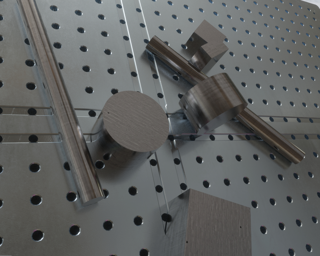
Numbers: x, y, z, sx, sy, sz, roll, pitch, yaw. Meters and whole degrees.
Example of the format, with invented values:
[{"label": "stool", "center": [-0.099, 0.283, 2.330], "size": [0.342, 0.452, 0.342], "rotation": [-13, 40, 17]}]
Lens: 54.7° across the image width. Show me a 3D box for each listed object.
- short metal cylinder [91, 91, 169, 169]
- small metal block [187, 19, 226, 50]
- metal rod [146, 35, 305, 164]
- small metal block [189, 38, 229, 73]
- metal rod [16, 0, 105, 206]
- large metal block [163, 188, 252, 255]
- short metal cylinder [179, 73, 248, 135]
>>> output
[{"label": "short metal cylinder", "center": [-0.036, 0.002, 0.371], "size": [0.081, 0.050, 0.080], "rotation": [14, 56, -21]}, {"label": "small metal block", "center": [0.083, -0.157, 0.549], "size": [0.050, 0.025, 0.050], "rotation": [37, 51, -3]}, {"label": "metal rod", "center": [0.104, -0.043, 0.489], "size": [0.301, 0.025, 0.025], "rotation": [37, 51, -3]}, {"label": "small metal block", "center": [0.076, -0.114, 0.502], "size": [0.050, 0.050, 0.025], "rotation": [-34, 81, -38]}, {"label": "metal rod", "center": [-0.127, -0.053, 0.371], "size": [0.025, 0.025, 0.299], "rotation": [-11, 68, -33]}, {"label": "large metal block", "center": [0.053, 0.123, 0.345], "size": [0.080, 0.050, 0.080], "rotation": [21, 54, -16]}, {"label": "short metal cylinder", "center": [0.074, -0.032, 0.432], "size": [0.081, 0.080, 0.050], "rotation": [-20, 72, -35]}]
